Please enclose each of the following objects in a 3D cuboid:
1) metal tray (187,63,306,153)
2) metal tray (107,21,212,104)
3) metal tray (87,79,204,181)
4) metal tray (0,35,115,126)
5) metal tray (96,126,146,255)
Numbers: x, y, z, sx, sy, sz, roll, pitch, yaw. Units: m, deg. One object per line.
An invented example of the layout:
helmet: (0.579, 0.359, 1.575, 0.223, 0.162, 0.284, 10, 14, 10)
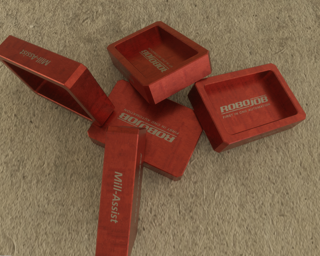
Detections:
metal tray: (0.112, -0.029, 0.401, 0.131, 0.030, 0.090, -16, 70, -22)
metal tray: (-0.005, -0.092, 0.409, 0.090, 0.030, 0.130, -30, 44, -11)
metal tray: (-0.015, 0.002, 0.406, 0.130, 0.030, 0.090, 24, 72, 8)
metal tray: (-0.127, -0.057, 0.378, 0.130, 0.090, 0.030, 24, 71, 26)
metal tray: (-0.038, 0.063, 0.331, 0.030, 0.090, 0.129, 5, 91, 2)
